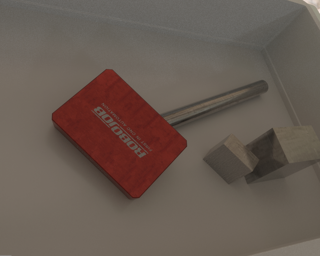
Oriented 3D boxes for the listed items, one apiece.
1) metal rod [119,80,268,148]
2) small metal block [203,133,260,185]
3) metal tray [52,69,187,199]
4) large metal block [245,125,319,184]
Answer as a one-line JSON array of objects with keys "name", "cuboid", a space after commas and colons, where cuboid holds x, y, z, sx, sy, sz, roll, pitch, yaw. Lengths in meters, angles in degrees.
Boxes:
[{"name": "metal rod", "cuboid": [0.067, -0.031, 0.462, 0.302, 0.025, 0.025, -20, 73, -36]}, {"name": "small metal block", "cuboid": [0.095, 0.042, 0.417, 0.050, 0.050, 0.025, 45, 51, 2]}, {"name": "metal tray", "cuboid": [-0.045, 0.006, 0.357, 0.130, 0.030, 0.090, 44, 69, 2]}, {"name": "large metal block", "cuboid": [0.170, 0.038, 0.441, 0.081, 0.080, 0.050, -3, 63, -30]}]
